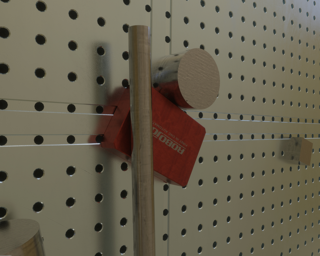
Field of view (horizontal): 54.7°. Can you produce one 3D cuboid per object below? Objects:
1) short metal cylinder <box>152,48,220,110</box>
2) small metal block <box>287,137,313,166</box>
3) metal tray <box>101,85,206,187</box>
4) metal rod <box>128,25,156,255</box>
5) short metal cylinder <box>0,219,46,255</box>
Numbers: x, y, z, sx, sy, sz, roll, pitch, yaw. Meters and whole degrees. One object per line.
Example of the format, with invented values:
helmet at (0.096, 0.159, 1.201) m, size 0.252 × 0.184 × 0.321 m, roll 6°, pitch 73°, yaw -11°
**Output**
short metal cylinder at (0.036, -0.064, 0.423) m, size 0.081 × 0.050 × 0.079 m, roll 0°, pitch 90°, yaw -40°
small metal block at (0.300, 0.050, 0.661) m, size 0.050 × 0.025 × 0.050 m, roll 21°, pitch 77°, yaw -38°
metal tray at (-0.002, 0.011, 0.404) m, size 0.130 × 0.030 × 0.090 m, roll 35°, pitch 69°, yaw -35°
metal rod at (-0.020, 0.037, 0.352) m, size 0.025 × 0.025 × 0.298 m, roll -2°, pitch 92°, yaw -40°
short metal cylinder at (-0.138, 0.117, 0.258) m, size 0.081 × 0.080 × 0.050 m, roll -15°, pitch 100°, yaw -39°
